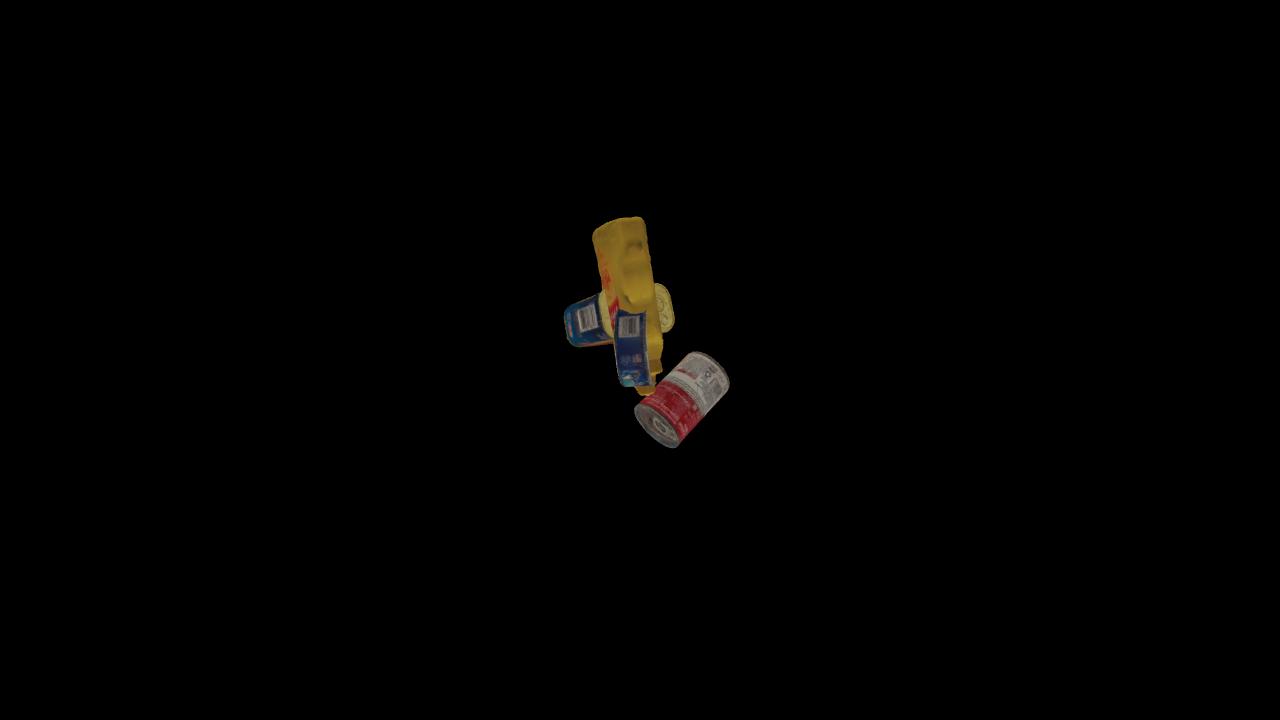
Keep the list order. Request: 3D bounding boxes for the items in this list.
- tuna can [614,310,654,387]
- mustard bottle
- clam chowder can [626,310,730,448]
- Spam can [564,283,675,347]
[{"bbox_3d":[-0.005,-0.014,0.639,0.034,0.084,0.084,-4,0,6],"label":"tuna can"},{"bbox_3d":[-0.008,-0.052,0.656,0.054,0.184,0.092,-10,0,-24],"label":"mustard bottle"},{"bbox_3d":[0.051,0.045,0.731,0.102,0.068,0.068,-44,22,-24],"label":"clam chowder can"},{"bbox_3d":[-0.026,-0.050,0.710,0.101,0.058,0.085,-9,-2,-37],"label":"Spam can"}]
